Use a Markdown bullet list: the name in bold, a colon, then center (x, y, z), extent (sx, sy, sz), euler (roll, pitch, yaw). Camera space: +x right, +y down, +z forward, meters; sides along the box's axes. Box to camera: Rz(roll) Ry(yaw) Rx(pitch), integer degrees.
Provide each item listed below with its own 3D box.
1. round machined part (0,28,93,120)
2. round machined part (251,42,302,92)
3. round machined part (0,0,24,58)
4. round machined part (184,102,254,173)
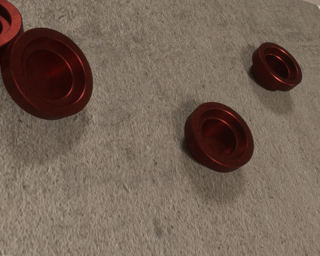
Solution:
- **round machined part**: center (-0.127, -0.056, 0.343), extent (0.099, 0.042, 0.098), euler (19, 65, -48)
- **round machined part**: center (0.210, -0.108, 0.575), extent (0.099, 0.042, 0.098), euler (14, 56, -21)
- **round machined part**: center (-0.202, -0.102, 0.339), extent (0.099, 0.042, 0.098), euler (8, 55, -12)
- **round machined part**: center (0.076, 0.016, 0.426), extent (0.099, 0.042, 0.098), euler (14, 56, -21)
